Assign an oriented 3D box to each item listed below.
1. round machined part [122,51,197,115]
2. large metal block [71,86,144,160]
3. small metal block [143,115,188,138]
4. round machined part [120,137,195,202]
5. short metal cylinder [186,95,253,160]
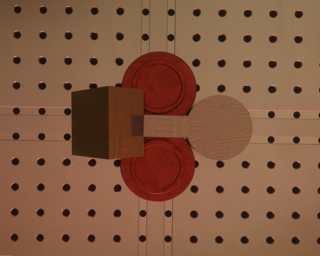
[{"bbox_3d":[-0.001,-0.052,0.405,0.099,0.042,0.097,0,90,0],"label":"round machined part"},{"bbox_3d":[-0.065,-0.006,0.380,0.050,0.080,0.080,-1,90,-45],"label":"large metal block"},{"bbox_3d":[0.007,-0.002,0.379,0.050,0.050,0.025,1,90,0],"label":"small metal block"},{"bbox_3d":[-0.003,0.048,0.405,0.099,0.042,0.097,0,90,0],"label":"round machined part"},{"bbox_3d":[0.072,-0.001,0.400,0.081,0.050,0.080,0,90,0],"label":"short metal cylinder"}]
